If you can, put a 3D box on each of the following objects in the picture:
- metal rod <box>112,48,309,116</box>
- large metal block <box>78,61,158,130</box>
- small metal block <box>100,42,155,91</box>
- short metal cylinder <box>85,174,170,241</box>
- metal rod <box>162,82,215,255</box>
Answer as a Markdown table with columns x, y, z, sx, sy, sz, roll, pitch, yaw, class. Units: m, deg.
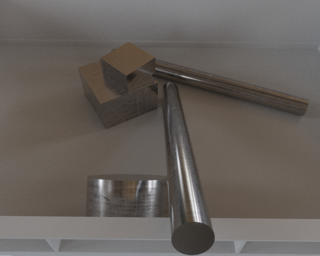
| x | y | z | sx | sy | sz | roll | pitch | yaw | class |
| --- | --- | --- | --- | --- | --- | --- | --- | --- | --- |
| 0.064 | -0.073 | 0.466 | 0.301 | 0.025 | 0.025 | 18 | 52 | 14 | metal rod |
| -0.058 | -0.055 | 0.435 | 0.081 | 0.050 | 0.080 | -23 | 54 | -19 | large metal block |
| -0.042 | -0.083 | 0.409 | 0.050 | 0.025 | 0.050 | 36 | 58 | 26 | small metal block |
| -0.030 | 0.072 | 0.299 | 0.081 | 0.080 | 0.050 | 1 | 85 | 0 | short metal cylinder |
| 0.017 | 0.005 | 0.316 | 0.025 | 0.025 | 0.300 | 0 | 23 | -1 | metal rod |
